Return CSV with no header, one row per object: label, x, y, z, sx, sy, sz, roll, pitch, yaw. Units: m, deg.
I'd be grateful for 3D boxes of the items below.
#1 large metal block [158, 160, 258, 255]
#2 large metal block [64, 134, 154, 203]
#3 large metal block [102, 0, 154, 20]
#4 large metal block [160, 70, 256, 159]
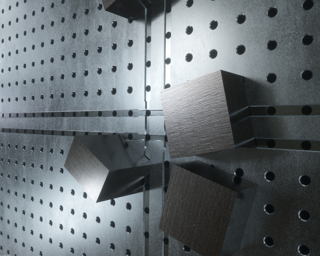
large metal block,0.052,0.089,0.349,0.080,0.050,0.079,20,103,38
large metal block,-0.071,0.052,0.430,0.080,0.081,0.050,38,113,33
large metal block,-0.041,-0.211,0.425,0.080,0.050,0.080,-26,74,36
large metal block,0.052,-0.012,0.349,0.080,0.050,0.080,-14,81,38
